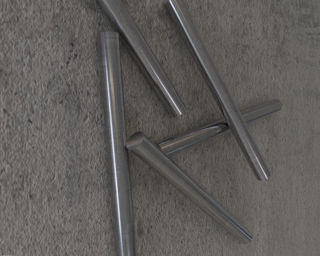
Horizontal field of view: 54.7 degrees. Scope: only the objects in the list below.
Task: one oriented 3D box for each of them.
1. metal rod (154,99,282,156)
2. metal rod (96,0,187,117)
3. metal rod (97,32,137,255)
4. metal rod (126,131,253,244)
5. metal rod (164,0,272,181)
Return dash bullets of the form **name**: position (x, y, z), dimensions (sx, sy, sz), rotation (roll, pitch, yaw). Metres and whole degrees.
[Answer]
- **metal rod**: position (0.108, -0.006, 0.494), dimensions (0.302, 0.025, 0.025), rotation (-18, 102, -38)
- **metal rod**: position (-0.051, -0.134, 0.361), dimensions (0.025, 0.025, 0.299), rotation (-49, 119, -29)
- **metal rod**: position (-0.048, 0.041, 0.363), dimensions (0.025, 0.025, 0.298), rotation (-8, 95, -40)
- **metal rod**: position (0.058, 0.100, 0.439), dimensions (0.300, 0.025, 0.025), rotation (45, 63, -36)
- **metal rod**: position (0.091, -0.049, 0.455), dimensions (0.025, 0.025, 0.299), rotation (-40, 107, -33)
